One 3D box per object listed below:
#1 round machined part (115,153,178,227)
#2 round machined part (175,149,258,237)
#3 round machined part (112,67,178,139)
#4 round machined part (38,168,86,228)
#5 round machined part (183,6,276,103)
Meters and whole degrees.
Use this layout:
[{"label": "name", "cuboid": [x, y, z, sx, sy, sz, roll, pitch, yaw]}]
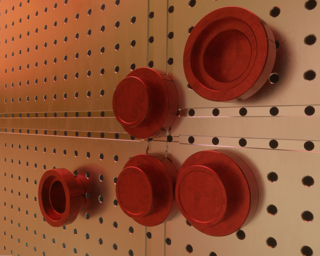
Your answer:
[{"label": "round machined part", "cuboid": [-0.022, 0.084, 0.417, 0.098, 0.042, 0.097, 0, 90, 40]}, {"label": "round machined part", "cuboid": [0.056, 0.074, 0.353, 0.098, 0.042, 0.097, 0, 90, 40]}, {"label": "round machined part", "cuboid": [-0.027, -0.034, 0.422, 0.098, 0.042, 0.097, 0, 90, 40]}, {"label": "round machined part", "cuboid": [-0.166, 0.118, 0.538, 0.098, 0.042, 0.097, 0, 90, 40]}, {"label": "round machined part", "cuboid": [0.077, -0.076, 0.335, 0.098, 0.042, 0.097, 0, 90, 40]}]
